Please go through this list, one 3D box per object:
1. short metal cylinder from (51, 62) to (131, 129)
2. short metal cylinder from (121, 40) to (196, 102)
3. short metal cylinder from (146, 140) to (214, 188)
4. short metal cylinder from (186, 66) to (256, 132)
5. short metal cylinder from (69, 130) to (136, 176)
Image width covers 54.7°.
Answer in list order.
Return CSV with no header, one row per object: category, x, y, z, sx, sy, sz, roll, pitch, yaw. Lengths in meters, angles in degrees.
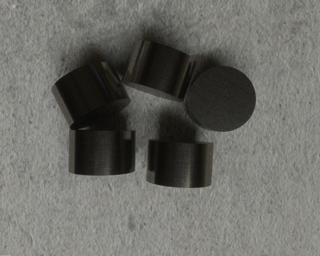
short metal cylinder,-0.083,-0.038,0.379,0.080,0.080,0.050,-27,85,0
short metal cylinder,-0.002,-0.068,0.382,0.080,0.080,0.050,18,90,-1
short metal cylinder,0.024,0.041,0.383,0.081,0.080,0.050,3,90,-1
short metal cylinder,0.076,-0.035,0.399,0.081,0.050,0.079,0,90,-1
short metal cylinder,-0.070,0.027,0.382,0.081,0.080,0.050,1,91,-1
